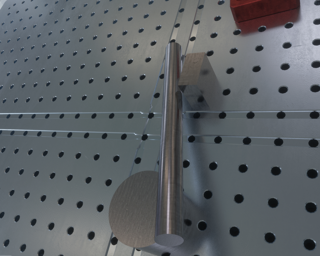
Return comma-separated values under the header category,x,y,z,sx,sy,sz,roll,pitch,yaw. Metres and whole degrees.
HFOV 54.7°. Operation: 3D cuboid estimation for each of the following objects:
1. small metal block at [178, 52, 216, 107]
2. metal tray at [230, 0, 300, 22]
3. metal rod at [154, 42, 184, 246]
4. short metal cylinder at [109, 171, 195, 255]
category,x,y,z,sx,sy,sz,roll,pitch,yaw
small metal block,0.050,-0.062,0.404,0.025,0.050,0.050,2,63,29
metal tray,0.153,-0.224,0.461,0.090,0.030,0.130,-7,59,24
metal rod,0.014,-0.012,0.367,0.025,0.025,0.300,-16,43,19
short metal cylinder,-0.008,0.093,0.339,0.080,0.050,0.080,-13,56,21
